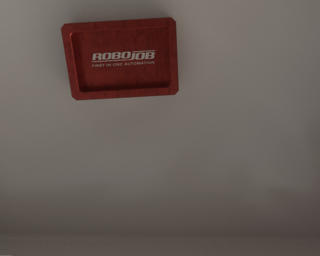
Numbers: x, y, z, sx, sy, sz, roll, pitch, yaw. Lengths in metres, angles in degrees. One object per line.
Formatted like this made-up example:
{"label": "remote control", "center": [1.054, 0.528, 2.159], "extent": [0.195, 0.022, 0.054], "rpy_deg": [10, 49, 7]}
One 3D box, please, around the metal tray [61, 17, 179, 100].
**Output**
{"label": "metal tray", "center": [-0.045, -0.084, 0.377], "extent": [0.131, 0.030, 0.089], "rpy_deg": [-3, 110, 1]}
